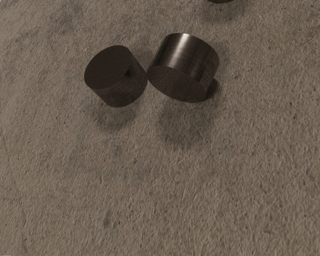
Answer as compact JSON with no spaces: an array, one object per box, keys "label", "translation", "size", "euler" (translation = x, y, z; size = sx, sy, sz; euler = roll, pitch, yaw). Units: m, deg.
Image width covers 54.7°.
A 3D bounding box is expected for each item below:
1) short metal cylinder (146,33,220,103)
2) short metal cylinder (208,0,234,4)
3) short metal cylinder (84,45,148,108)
[{"label":"short metal cylinder","translation":[0.030,-0.075,0.398],"size":[0.080,0.080,0.050],"euler":[13,68,33]},{"label":"short metal cylinder","translation":[0.101,-0.243,0.483],"size":[0.080,0.050,0.080],"euler":[-13,56,20]},{"label":"short metal cylinder","translation":[-0.066,-0.078,0.468],"size":[0.080,0.050,0.080],"euler":[-13,56,20]}]
